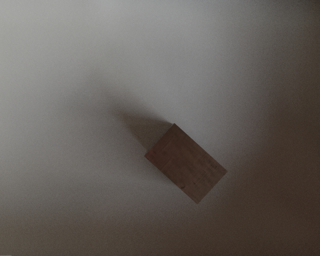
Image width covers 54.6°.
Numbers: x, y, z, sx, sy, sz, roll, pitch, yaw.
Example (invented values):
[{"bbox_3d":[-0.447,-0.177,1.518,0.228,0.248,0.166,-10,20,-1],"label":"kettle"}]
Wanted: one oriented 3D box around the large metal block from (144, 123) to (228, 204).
[{"bbox_3d":[0.029,0.039,0.384,0.080,0.080,0.050,42,90,0],"label":"large metal block"}]
